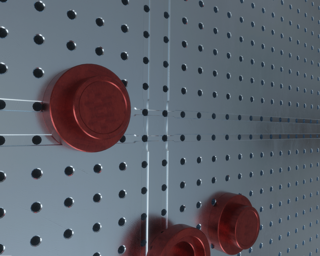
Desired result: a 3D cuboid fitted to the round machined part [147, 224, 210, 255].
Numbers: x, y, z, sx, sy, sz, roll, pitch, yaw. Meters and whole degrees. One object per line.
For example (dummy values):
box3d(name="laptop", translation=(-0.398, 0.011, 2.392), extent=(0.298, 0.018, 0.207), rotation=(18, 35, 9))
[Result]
box3d(name="round machined part", translation=(0.020, 0.179, 0.418), extent=(0.099, 0.042, 0.097), rotation=(0, 90, -40))

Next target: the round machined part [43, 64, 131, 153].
box3d(name="round machined part", translation=(-0.072, -0.022, 0.339), extent=(0.099, 0.042, 0.097), rotation=(0, 90, -40))

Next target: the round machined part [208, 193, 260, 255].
box3d(name="round machined part", translation=(0.128, 0.159, 0.509), extent=(0.099, 0.042, 0.097), rotation=(0, 90, -40))
